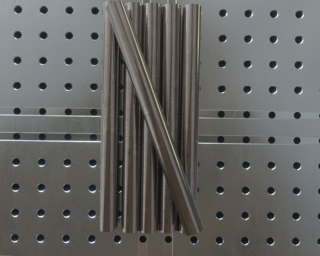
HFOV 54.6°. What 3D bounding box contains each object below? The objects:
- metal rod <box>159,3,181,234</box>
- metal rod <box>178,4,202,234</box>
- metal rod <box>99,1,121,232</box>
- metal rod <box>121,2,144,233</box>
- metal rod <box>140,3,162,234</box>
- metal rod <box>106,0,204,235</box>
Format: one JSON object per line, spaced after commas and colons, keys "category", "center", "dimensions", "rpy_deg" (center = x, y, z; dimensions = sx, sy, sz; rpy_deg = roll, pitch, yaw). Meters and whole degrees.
{"category": "metal rod", "center": [0.013, -0.012, 0.414], "dimensions": [0.025, 0.025, 0.298], "rpy_deg": [1, 90, 0]}
{"category": "metal rod", "center": [0.040, -0.012, 0.414], "dimensions": [0.025, 0.025, 0.298], "rpy_deg": [1, 90, 0]}
{"category": "metal rod", "center": [-0.066, -0.015, 0.412], "dimensions": [0.025, 0.025, 0.298], "rpy_deg": [1, 90, 0]}
{"category": "metal rod", "center": [-0.037, -0.013, 0.412], "dimensions": [0.025, 0.025, 0.298], "rpy_deg": [1, 90, 0]}
{"category": "metal rod", "center": [-0.012, -0.013, 0.412], "dimensions": [0.025, 0.025, 0.298], "rpy_deg": [1, 90, 0]}
{"category": "metal rod", "center": [-0.006, -0.012, 0.388], "dimensions": [0.025, 0.025, 0.299], "rpy_deg": [-19, 90, 0]}
